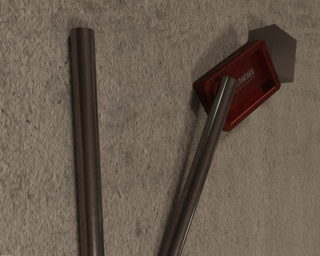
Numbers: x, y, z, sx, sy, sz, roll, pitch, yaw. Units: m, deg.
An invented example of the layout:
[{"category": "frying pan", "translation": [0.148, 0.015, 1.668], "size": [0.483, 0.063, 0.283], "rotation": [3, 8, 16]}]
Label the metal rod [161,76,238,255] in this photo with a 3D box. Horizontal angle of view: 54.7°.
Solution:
[{"category": "metal rod", "translation": [0.050, 0.071, 0.426], "size": [0.025, 0.025, 0.299], "rotation": [25, 81, -38]}]

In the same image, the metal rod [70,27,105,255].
[{"category": "metal rod", "translation": [-0.078, 0.043, 0.340], "size": [0.025, 0.025, 0.298], "rotation": [-4, 93, -40]}]

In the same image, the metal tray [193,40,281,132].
[{"category": "metal tray", "translation": [0.124, -0.067, 0.486], "size": [0.131, 0.030, 0.090], "rotation": [-38, 115, -17]}]

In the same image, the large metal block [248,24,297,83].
[{"category": "large metal block", "translation": [0.202, -0.129, 0.561], "size": [0.081, 0.050, 0.080], "rotation": [13, 82, -40]}]
